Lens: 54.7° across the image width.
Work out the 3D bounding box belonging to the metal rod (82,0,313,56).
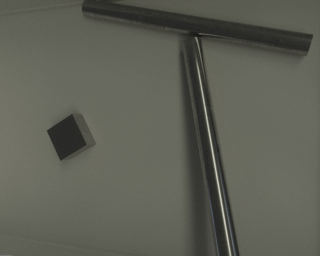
[{"bbox_3d":[0.033,-0.133,0.398,0.301,0.025,0.025,16,95,18],"label":"metal rod"}]

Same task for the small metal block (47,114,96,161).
[{"bbox_3d":[-0.130,0.014,0.455,0.050,0.025,0.050,-30,80,17],"label":"small metal block"}]

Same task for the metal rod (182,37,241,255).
[{"bbox_3d":[0.058,0.032,0.351,0.025,0.025,0.299,-13,71,19],"label":"metal rod"}]
